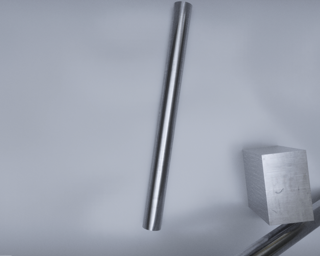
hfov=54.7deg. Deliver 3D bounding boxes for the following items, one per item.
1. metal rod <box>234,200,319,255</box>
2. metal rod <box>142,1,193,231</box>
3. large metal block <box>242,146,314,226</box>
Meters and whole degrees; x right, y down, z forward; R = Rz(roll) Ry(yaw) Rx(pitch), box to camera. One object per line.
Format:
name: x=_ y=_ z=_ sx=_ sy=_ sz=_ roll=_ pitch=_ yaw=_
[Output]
metal rod: x=0.124 y=0.134 z=0.350 sx=0.302 sy=0.025 sz=0.025 roll=-20 pitch=90 yaw=-26
metal rod: x=0.010 y=-0.015 z=0.411 sx=0.025 sy=0.025 sz=0.298 roll=8 pitch=90 yaw=-1
large metal block: x=0.143 y=0.067 z=0.386 sx=0.050 sy=0.080 sz=0.079 roll=-7 pitch=90 yaw=0
